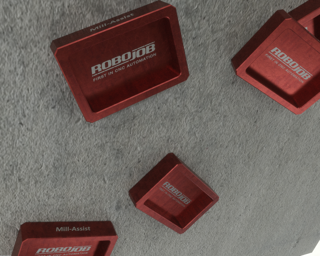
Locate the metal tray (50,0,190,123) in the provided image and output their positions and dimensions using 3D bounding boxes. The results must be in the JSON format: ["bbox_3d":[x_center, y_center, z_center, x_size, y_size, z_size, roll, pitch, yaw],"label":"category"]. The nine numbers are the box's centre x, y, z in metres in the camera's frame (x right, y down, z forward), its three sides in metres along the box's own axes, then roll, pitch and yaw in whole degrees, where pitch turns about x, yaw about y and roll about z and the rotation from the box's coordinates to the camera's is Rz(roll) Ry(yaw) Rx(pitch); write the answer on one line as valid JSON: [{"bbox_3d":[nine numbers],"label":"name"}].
[{"bbox_3d":[-0.038,-0.072,0.338,0.131,0.030,0.090,-26,128,-12],"label":"metal tray"}]

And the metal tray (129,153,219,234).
[{"bbox_3d":[0.026,0.106,0.482,0.090,0.030,0.130,-44,129,2],"label":"metal tray"}]

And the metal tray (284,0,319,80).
[{"bbox_3d":[0.212,-0.110,0.450,0.090,0.030,0.130,-32,129,-7],"label":"metal tray"}]

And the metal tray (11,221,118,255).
[{"bbox_3d":[-0.136,0.177,0.438,0.131,0.030,0.089,10,113,-33],"label":"metal tray"}]

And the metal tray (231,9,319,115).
[{"bbox_3d":[0.172,-0.081,0.410,0.131,0.030,0.090,27,124,-24],"label":"metal tray"}]
